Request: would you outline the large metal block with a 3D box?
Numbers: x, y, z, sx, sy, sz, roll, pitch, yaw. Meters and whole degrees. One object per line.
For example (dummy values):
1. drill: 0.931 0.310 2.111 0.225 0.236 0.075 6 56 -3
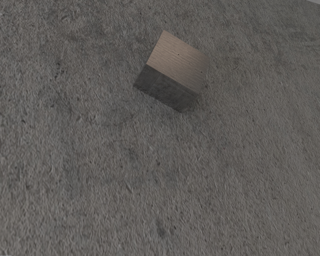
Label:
1. large metal block: 0.018 -0.081 0.446 0.080 0.050 0.080 29 52 -10
